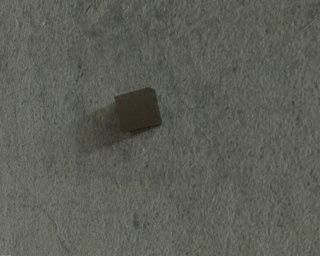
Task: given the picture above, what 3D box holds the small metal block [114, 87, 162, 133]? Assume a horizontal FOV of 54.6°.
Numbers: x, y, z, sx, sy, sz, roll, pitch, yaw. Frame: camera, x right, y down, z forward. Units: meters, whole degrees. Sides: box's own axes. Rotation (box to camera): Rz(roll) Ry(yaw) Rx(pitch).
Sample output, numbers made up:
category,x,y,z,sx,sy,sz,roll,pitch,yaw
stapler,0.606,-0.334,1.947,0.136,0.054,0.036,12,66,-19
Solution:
category,x,y,z,sx,sy,sz,roll,pitch,yaw
small metal block,-0.029,-0.023,0.420,0.050,0.025,0.050,-13,86,19
